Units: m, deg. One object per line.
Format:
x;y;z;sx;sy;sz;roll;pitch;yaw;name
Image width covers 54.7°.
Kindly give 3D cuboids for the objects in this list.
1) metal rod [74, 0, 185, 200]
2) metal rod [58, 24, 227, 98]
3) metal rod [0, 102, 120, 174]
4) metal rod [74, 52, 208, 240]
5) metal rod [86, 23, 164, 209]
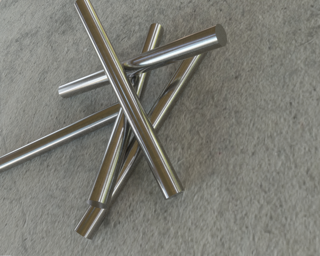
-0.047;-0.050;0.397;0.025;0.025;0.299;-30;71;9;metal rod
-0.048;-0.081;0.430;0.300;0.025;0.025;-10;57;40;metal rod
-0.179;0.026;0.479;0.301;0.025;0.025;-23;53;13;metal rod
-0.016;0.004;0.408;0.025;0.025;0.300;22;73;35;metal rod
-0.038;-0.038;0.424;0.025;0.025;0.300;-3;54;26;metal rod
